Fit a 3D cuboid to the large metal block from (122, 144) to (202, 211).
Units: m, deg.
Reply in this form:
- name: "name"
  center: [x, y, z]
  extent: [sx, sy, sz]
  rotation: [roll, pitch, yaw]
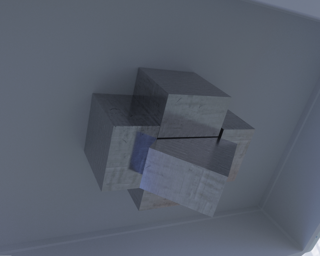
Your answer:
- name: "large metal block"
  center: [-0.001, 0.057, 0.406]
  extent: [0.081, 0.080, 0.050]
  rotation: [0, 119, -28]

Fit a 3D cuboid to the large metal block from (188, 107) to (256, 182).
- name: "large metal block"
  center: [0.070, 0.018, 0.418]
  extent: [0.050, 0.080, 0.079]
  rotation: [0, 119, -29]

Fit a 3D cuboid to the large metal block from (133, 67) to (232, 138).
- name: "large metal block"
  center: [0.022, -0.031, 0.364]
  extent: [0.081, 0.080, 0.050]
  rotation: [0, 119, -28]

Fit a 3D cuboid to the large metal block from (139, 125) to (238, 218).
- name: "large metal block"
  center: [0.034, 0.041, 0.342]
  extent: [0.080, 0.080, 0.050]
  rotation: [-46, 153, -62]

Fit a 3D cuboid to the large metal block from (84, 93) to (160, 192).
- name: "large metal block"
  center: [-0.048, 0.014, 0.355]
  extent: [0.050, 0.080, 0.079]
  rotation: [0, 119, -29]
